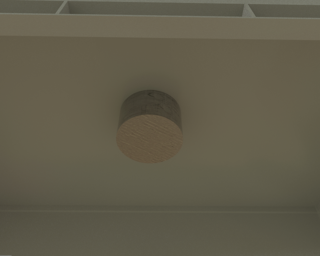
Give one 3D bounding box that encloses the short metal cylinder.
[{"bbox_3d":[-0.012,-0.001,0.392,0.080,0.050,0.080,0,130,0],"label":"short metal cylinder"}]
